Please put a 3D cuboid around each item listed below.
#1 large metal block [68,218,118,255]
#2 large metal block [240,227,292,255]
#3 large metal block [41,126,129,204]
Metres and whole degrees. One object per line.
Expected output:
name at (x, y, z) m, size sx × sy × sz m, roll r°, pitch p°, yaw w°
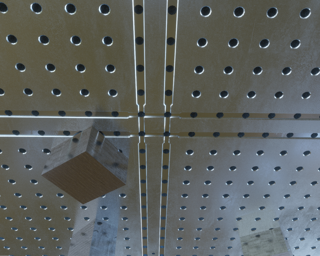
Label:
large metal block at (-0.126, 0.226, 0.567) m, size 0.050 × 0.080 × 0.080 m, roll 34°, pitch 122°, yaw -26°
large metal block at (0.213, 0.246, 0.609) m, size 0.080 × 0.050 × 0.080 m, roll -22°, pitch 127°, yaw 17°
large metal block at (-0.103, 0.055, 0.440) m, size 0.080 × 0.050 × 0.080 m, roll -28°, pitch 125°, yaw 21°
